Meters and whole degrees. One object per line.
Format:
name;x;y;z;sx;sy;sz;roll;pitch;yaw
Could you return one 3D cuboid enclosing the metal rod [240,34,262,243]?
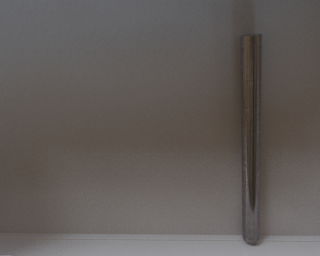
metal rod;0.124;0.028;0.422;0.025;0.025;0.298;-5;110;2
